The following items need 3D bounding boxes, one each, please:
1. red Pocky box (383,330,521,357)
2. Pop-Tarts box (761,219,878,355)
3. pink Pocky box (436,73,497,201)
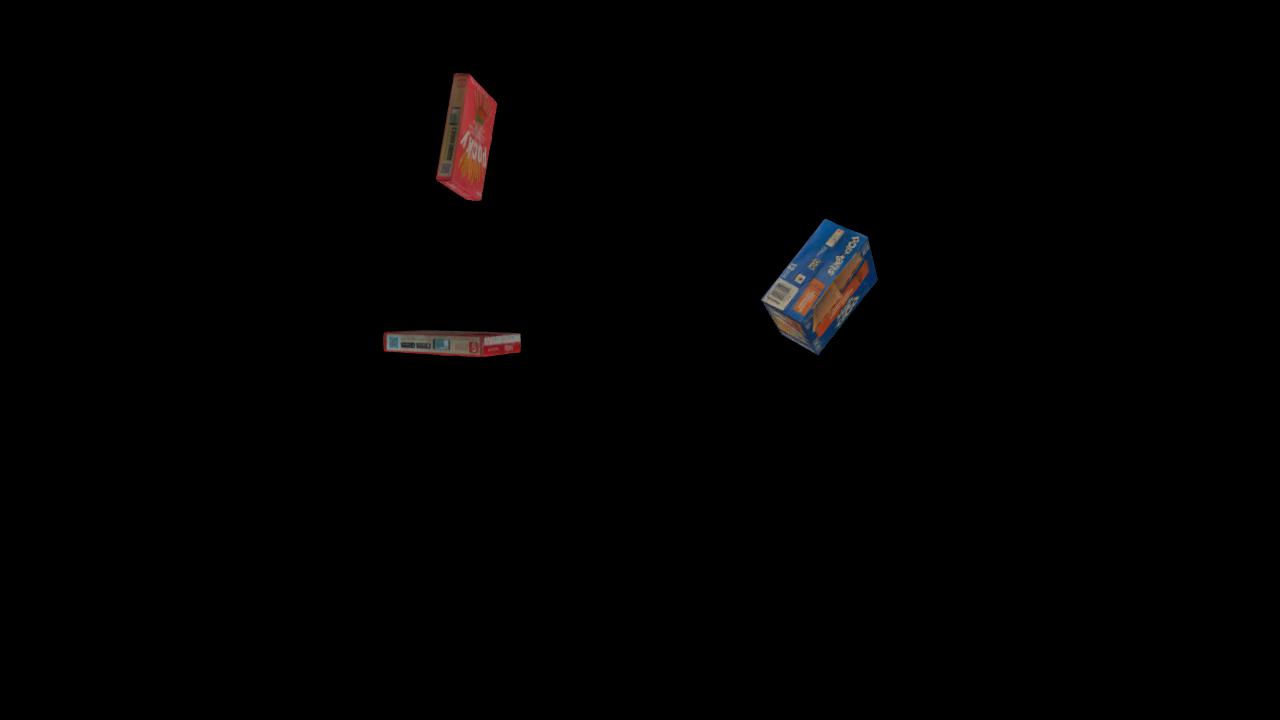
[{"bbox_3d":[-0.237,-0.022,0.781,0.155,0.028,0.083,3,6,22],"label":"red Pocky box"},{"bbox_3d":[0.294,-0.114,0.996,0.083,0.167,0.141,39,-1,33],"label":"Pop-Tarts box"},{"bbox_3d":[-0.247,-0.316,0.883,0.029,0.155,0.084,8,-3,15],"label":"pink Pocky box"}]
